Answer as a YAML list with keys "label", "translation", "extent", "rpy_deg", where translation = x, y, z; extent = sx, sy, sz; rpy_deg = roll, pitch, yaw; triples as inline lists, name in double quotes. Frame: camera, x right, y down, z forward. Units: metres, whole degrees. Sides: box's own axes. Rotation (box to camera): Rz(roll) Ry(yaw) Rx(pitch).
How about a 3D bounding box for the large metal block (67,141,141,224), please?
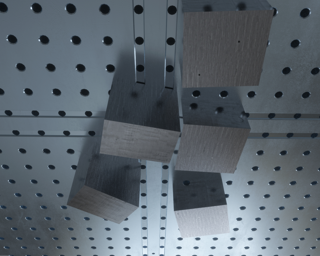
- label: "large metal block"
  translation: [-0.076, 0.078, 0.441]
  extent: [0.080, 0.080, 0.050]
  rpy_deg: [29, 124, -23]

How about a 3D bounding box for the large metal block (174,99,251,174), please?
- label: "large metal block"
  translation: [0.063, 0.012, 0.407]
  extent: [0.081, 0.050, 0.079]
  rpy_deg: [4, 130, -4]

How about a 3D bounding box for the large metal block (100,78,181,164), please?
- label: "large metal block"
  translation: [-0.023, -0.010, 0.367]
  extent: [0.081, 0.080, 0.050]
  rpy_deg: [9, 129, -9]

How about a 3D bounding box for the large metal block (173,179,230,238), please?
- label: "large metal block"
  translation: [0.068, 0.134, 0.511]
  extent: [0.080, 0.050, 0.080]
  rpy_deg: [-9, 130, 7]

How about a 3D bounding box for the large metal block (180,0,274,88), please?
- label: "large metal block"
  translation: [0.062, -0.090, 0.320]
  extent: [0.081, 0.050, 0.079]
  rpy_deg: [-2, 130, 1]
